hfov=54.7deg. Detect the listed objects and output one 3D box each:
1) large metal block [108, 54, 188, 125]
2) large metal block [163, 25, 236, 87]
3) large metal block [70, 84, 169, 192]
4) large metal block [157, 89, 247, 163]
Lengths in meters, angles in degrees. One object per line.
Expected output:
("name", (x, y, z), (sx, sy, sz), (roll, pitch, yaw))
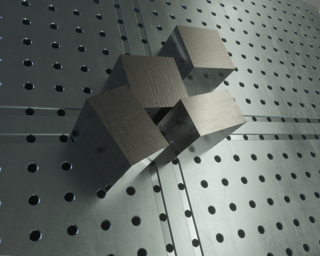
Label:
("large metal block", (-0.015, -0.049, 0.416), (0.081, 0.050, 0.080), (-4, 64, -31))
("large metal block", (0.061, -0.113, 0.496), (0.081, 0.050, 0.080), (-5, 64, -31))
("large metal block", (-0.048, 0.013, 0.340), (0.050, 0.080, 0.080), (-27, 77, -37))
("large metal block", (0.050, -0.002, 0.403), (0.081, 0.080, 0.050), (-15, 70, -34))
